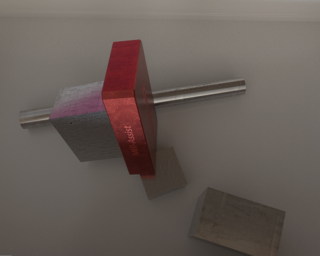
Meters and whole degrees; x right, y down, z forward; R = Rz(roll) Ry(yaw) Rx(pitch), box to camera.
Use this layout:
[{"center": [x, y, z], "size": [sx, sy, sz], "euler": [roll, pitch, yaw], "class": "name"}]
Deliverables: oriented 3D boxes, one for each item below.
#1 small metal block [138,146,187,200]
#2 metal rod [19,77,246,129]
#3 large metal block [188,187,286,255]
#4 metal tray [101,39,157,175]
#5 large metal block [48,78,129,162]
[{"center": [0.001, 0.057, 0.389], "size": [0.050, 0.025, 0.050], "euler": [-19, 71, -7], "class": "small metal block"}, {"center": [-0.033, -0.035, 0.421], "size": [0.302, 0.025, 0.025], "euler": [-9, 71, -4], "class": "metal rod"}, {"center": [0.079, 0.108, 0.342], "size": [0.080, 0.080, 0.050], "euler": [17, 71, 6], "class": "large metal block"}, {"center": [-0.028, -0.019, 0.346], "size": [0.030, 0.129, 0.090], "euler": [-4, 48, 6], "class": "metal tray"}, {"center": [-0.069, -0.007, 0.366], "size": [0.080, 0.080, 0.050], "euler": [-8, 47, 12], "class": "large metal block"}]
